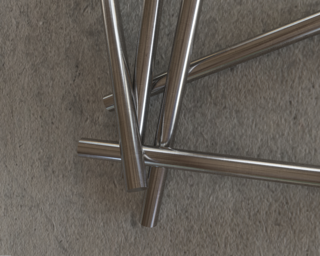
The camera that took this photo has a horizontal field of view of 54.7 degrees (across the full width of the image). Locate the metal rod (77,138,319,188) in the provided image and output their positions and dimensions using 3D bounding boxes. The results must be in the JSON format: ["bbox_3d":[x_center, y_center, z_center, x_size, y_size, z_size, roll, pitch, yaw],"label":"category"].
[{"bbox_3d":[0.052,0.040,0.360,0.302,0.025,0.025,6,92,8],"label":"metal rod"}]

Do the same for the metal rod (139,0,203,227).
[{"bbox_3d":[0.012,-0.017,0.383,0.025,0.025,0.298,15,103,19],"label":"metal rod"}]

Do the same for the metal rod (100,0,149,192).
[{"bbox_3d":[-0.050,-0.072,0.383,0.025,0.025,0.299,-18,68,19],"label":"metal rod"}]

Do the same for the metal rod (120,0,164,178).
[{"bbox_3d":[-0.019,-0.082,0.384,0.025,0.025,0.298,11,98,19],"label":"metal rod"}]

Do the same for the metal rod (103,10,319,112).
[{"bbox_3d":[0.063,-0.080,0.386,0.300,0.025,0.025,-19,84,18],"label":"metal rod"}]
